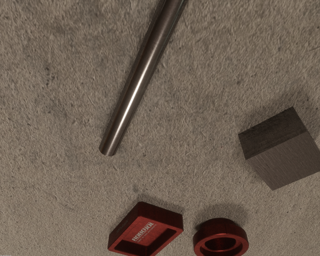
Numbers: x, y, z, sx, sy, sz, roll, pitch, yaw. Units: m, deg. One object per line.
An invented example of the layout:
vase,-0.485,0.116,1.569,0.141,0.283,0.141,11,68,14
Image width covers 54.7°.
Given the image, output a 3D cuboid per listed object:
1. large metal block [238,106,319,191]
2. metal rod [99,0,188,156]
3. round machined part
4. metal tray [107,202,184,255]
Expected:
large metal block,0.166,0.030,0.419,0.080,0.050,0.080,-31,124,23
metal rod,-0.014,-0.075,0.343,0.025,0.025,0.298,18,128,-15
round machined part,0.110,0.202,0.570,0.099,0.042,0.097,-1,130,0
metal tray,-0.028,0.192,0.567,0.091,0.030,0.129,24,126,-20
